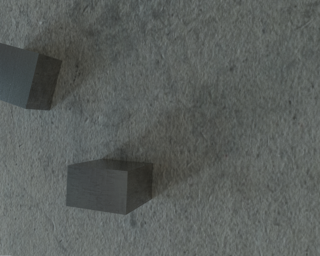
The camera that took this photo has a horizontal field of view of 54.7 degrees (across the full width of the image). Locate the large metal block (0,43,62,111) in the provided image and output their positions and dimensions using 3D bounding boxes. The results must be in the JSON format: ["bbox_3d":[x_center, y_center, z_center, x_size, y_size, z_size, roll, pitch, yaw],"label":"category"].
[{"bbox_3d":[-0.205,-0.076,0.466,0.080,0.050,0.080,18,96,18],"label":"large metal block"}]

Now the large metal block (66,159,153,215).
[{"bbox_3d":[-0.062,0.072,0.400,0.080,0.080,0.050,3,91,19],"label":"large metal block"}]
